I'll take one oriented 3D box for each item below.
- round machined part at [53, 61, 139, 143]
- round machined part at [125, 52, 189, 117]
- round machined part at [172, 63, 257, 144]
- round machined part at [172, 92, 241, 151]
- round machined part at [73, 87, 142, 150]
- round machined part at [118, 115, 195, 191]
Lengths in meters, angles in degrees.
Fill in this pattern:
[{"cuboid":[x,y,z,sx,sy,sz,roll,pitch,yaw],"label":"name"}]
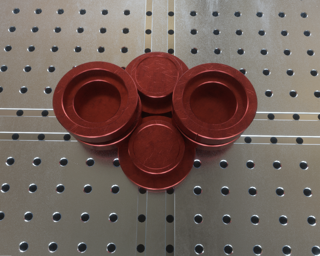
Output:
[{"cuboid":[-0.075,-0.028,0.378,0.099,0.042,0.098,0,70,0],"label":"round machined part"},{"cuboid":[-0.004,-0.064,0.426,0.099,0.042,0.098,0,70,0],"label":"round machined part"},{"cuboid":[0.064,-0.026,0.378,0.099,0.042,0.098,0,70,0],"label":"round machined part"},{"cuboid":[0.064,-0.017,0.409,0.099,0.042,0.098,0,70,0],"label":"round machined part"},{"cuboid":[-0.072,-0.017,0.408,0.099,0.042,0.098,0,70,0],"label":"round machined part"},{"cuboid":[-0.004,0.029,0.392,0.099,0.042,0.098,0,70,0],"label":"round machined part"}]
